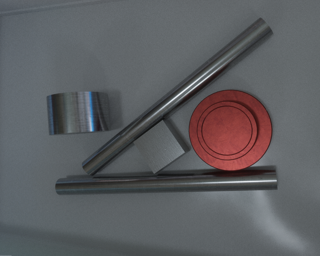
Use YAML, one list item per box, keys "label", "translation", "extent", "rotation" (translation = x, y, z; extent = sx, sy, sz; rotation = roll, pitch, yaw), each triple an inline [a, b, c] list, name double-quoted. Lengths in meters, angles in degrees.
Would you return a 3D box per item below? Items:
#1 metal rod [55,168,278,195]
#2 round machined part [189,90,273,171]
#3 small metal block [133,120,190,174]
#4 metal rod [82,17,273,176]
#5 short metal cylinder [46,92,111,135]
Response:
- label: "metal rod"
  translation: [-0.006, 0.073, 0.410]
  extent: [0.301, 0.025, 0.025]
  rotation: [-6, 88, 19]
- label: "round machined part"
  translation: [0.082, 0.003, 0.369]
  extent: [0.098, 0.042, 0.097]
  rotation: [0, 90, 19]
- label: "small metal block"
  translation: [0.002, 0.024, 0.407]
  extent: [0.050, 0.025, 0.050]
  rotation: [-37, 79, 16]
- label: "metal rod"
  translation: [0.012, -0.031, 0.404]
  extent: [0.300, 0.025, 0.025]
  rotation: [-38, 78, 15]
- label: "short metal cylinder"
  translation: [-0.109, -0.018, 0.417]
  extent: [0.080, 0.080, 0.050]
  rotation: [-5, 89, 19]
